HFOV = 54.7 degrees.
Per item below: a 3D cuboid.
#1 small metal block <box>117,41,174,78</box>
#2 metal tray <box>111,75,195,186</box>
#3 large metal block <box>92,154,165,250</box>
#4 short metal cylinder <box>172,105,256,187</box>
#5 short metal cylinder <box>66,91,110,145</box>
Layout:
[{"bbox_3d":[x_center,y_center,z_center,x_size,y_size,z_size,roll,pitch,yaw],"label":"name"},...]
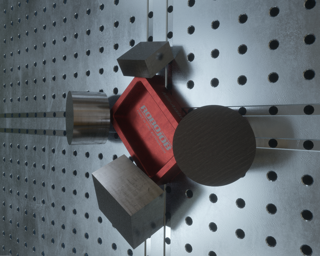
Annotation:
[{"bbox_3d":[-0.019,-0.090,0.405,0.050,0.050,0.025,12,135,39],"label":"small metal block"},{"bbox_3d":[-0.010,0.000,0.413,0.090,0.030,0.130,-49,61,29],"label":"metal tray"},{"bbox_3d":[-0.041,0.095,0.404,0.080,0.050,0.079,38,144,33],"label":"large metal block"},{"bbox_3d":[0.058,0.017,0.325,0.080,0.050,0.079,0,90,13],"label":"short metal cylinder"},{"bbox_3d":[-0.110,-0.015,0.465,0.080,0.050,0.079,180,90,-65],"label":"short metal cylinder"}]
